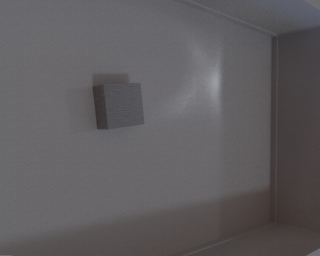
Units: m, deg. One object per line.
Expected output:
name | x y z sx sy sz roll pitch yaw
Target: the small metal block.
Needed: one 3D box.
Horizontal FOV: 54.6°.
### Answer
small metal block | -0.048 -0.026 0.365 0.050 0.025 0.050 -9 96 -40
